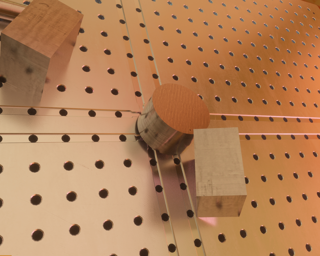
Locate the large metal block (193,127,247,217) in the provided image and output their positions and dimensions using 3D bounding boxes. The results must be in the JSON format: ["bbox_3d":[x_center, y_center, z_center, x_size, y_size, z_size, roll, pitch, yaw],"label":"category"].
[{"bbox_3d":[0.068,0.055,0.367,0.050,0.080,0.080,-3,58,6],"label":"large metal block"}]

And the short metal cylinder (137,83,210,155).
[{"bbox_3d":[0.017,-0.011,0.403,0.081,0.050,0.080,16,49,-19],"label":"short metal cylinder"}]

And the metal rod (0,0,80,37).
[{"bbox_3d":[-0.249,-0.157,0.369,0.302,0.025,0.025,7,59,-24],"label":"metal rod"}]

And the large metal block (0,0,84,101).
[{"bbox_3d":[-0.136,-0.092,0.355,0.050,0.080,0.080,28,52,-11],"label":"large metal block"}]
